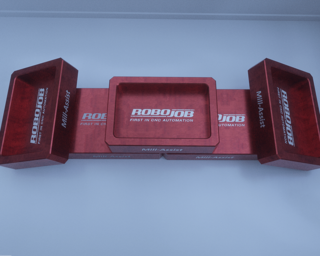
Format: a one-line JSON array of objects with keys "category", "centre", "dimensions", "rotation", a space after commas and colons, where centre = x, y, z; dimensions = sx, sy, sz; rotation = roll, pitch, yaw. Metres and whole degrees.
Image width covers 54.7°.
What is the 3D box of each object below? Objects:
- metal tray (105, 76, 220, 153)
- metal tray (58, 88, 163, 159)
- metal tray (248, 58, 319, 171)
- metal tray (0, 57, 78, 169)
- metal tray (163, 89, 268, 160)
[{"category": "metal tray", "centre": [0.003, -0.016, 0.379], "dimensions": [0.131, 0.030, 0.090], "rotation": [1, 69, 0]}, {"category": "metal tray", "centre": [-0.061, -0.006, 0.408], "dimensions": [0.131, 0.030, 0.090], "rotation": [0, 70, 0]}, {"category": "metal tray", "centre": [0.161, -0.016, 0.392], "dimensions": [0.091, 0.030, 0.130], "rotation": [10, 67, -26]}, {"category": "metal tray", "centre": [-0.154, -0.017, 0.392], "dimensions": [0.090, 0.030, 0.130], "rotation": [-9, 68, 24]}, {"category": "metal tray", "centre": [0.070, -0.005, 0.408], "dimensions": [0.131, 0.030, 0.090], "rotation": [0, 70, 0]}]
